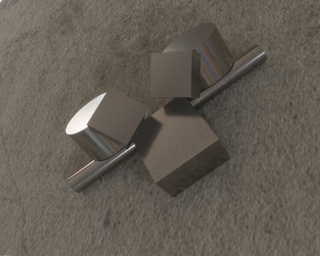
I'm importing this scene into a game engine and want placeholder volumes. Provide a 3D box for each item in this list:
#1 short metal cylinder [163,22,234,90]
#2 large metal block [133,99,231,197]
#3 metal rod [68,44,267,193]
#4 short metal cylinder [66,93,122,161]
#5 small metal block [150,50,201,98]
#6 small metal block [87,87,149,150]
[{"bbox_3d":[0.047,-0.091,0.400,0.080,0.050,0.080,-28,29,18],"label":"short metal cylinder"},{"bbox_3d":[0.021,0.020,0.363,0.080,0.050,0.080,-36,51,4],"label":"large metal block"},{"bbox_3d":[0.007,-0.010,0.406,0.300,0.025,0.025,-35,52,4],"label":"metal rod"},{"bbox_3d":[-0.076,-0.003,0.412,0.080,0.050,0.080,-28,29,18],"label":"short metal cylinder"},{"bbox_3d":[0.018,-0.059,0.351,0.050,0.025,0.050,2,93,29],"label":"small metal block"},{"bbox_3d":[-0.047,-0.010,0.355,0.050,0.025,0.050,27,74,4],"label":"small metal block"}]
